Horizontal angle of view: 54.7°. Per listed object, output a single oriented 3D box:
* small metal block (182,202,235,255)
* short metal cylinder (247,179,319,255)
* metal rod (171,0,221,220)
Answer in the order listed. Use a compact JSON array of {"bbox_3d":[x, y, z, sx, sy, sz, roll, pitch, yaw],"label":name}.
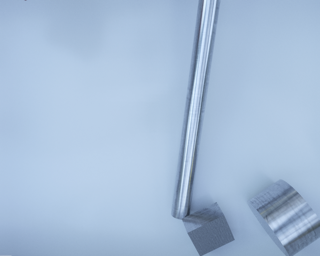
[{"bbox_3d":[0.063,0.132,0.402,0.050,0.025,0.050,-26,119,0],"label":"small metal block"},{"bbox_3d":[0.155,0.112,0.386,0.050,0.080,0.080,-34,90,0],"label":"short metal cylinder"},{"bbox_3d":[0.044,-0.029,0.383,0.025,0.025,0.298,6,102,-1],"label":"metal rod"}]
